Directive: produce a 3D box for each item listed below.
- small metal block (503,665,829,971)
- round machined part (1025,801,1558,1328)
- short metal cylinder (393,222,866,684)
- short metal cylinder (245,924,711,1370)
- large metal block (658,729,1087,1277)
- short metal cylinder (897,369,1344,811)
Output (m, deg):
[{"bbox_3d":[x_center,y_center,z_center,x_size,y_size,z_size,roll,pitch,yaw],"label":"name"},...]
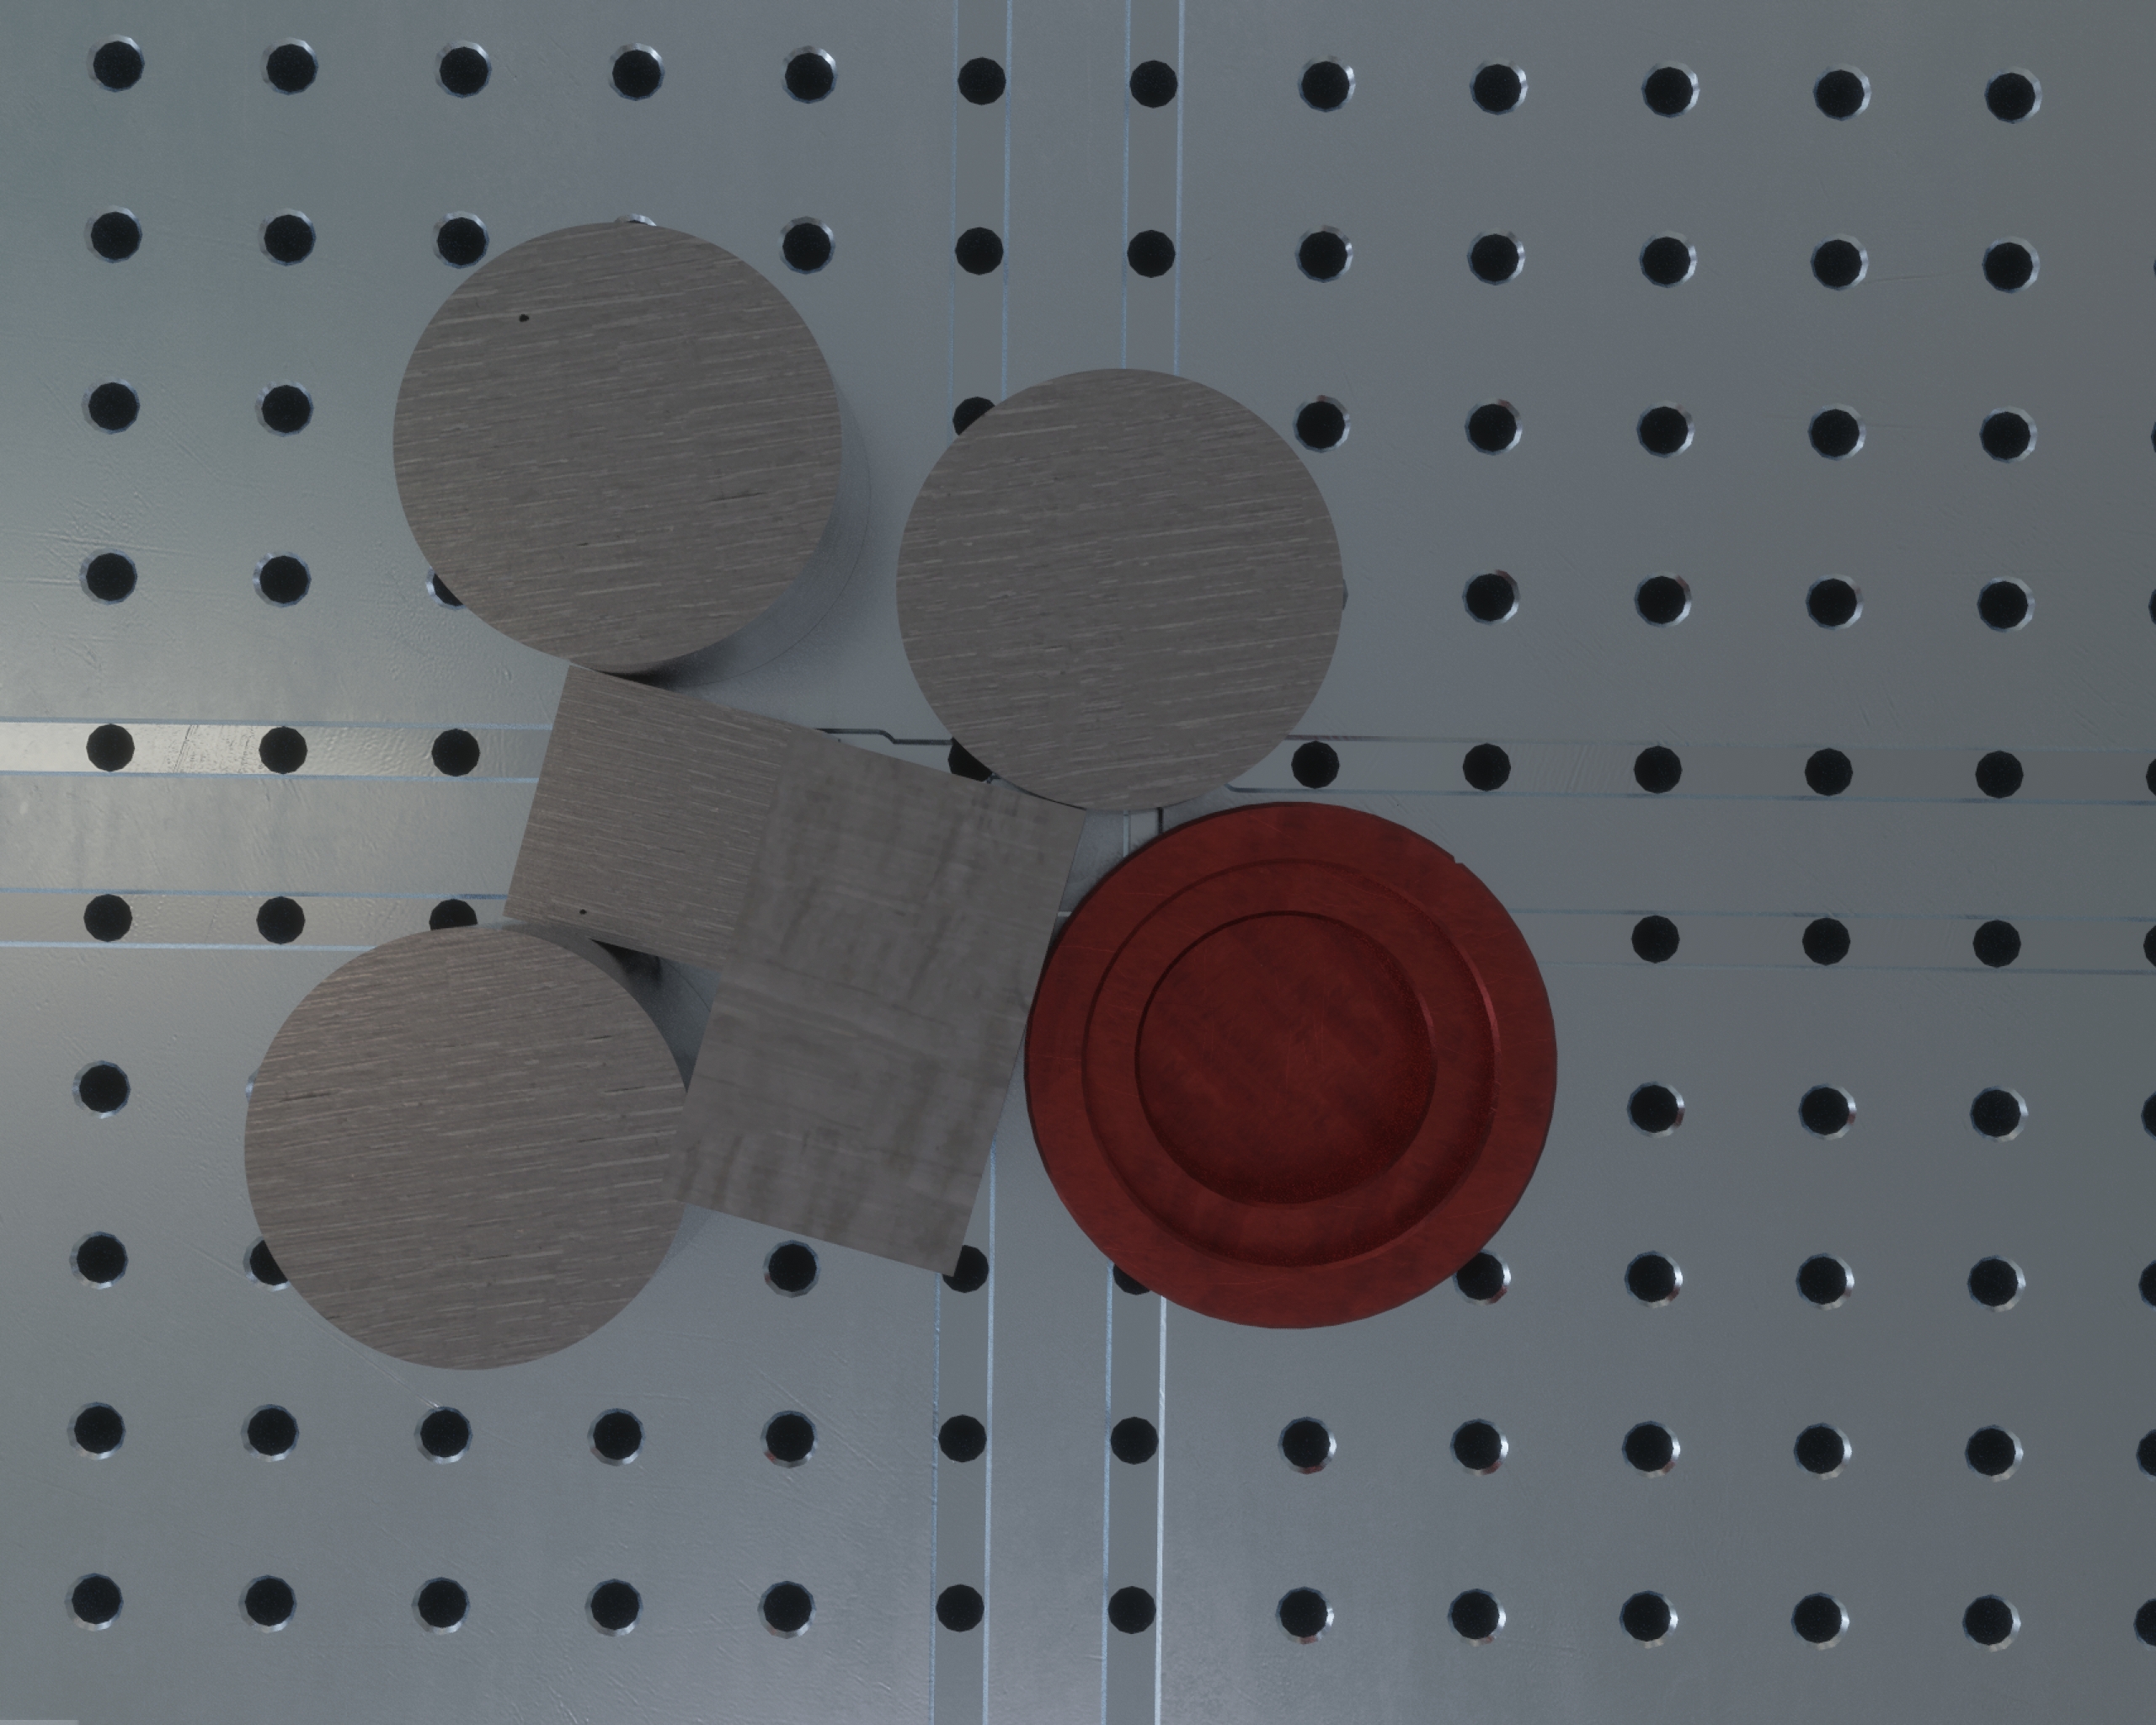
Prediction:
[{"bbox_3d":[-0.079,-0.008,0.412,0.050,0.025,0.050,15,90,0],"label":"small metal block"},{"bbox_3d":[0.039,0.037,0.405,0.099,0.042,0.097,0,90,0],"label":"round machined part"},{"bbox_3d":[-0.083,-0.075,0.400,0.081,0.050,0.080,0,90,0],"label":"short metal cylinder"},{"bbox_3d":[-0.109,0.051,0.400,0.081,0.050,0.080,0,90,0],"label":"short metal cylinder"},{"bbox_3d":[-0.034,0.023,0.382,0.050,0.080,0.080,16,90,0],"label":"large metal block"},{"bbox_3d":[0.008,-0.049,0.400,0.081,0.050,0.080,0,90,0],"label":"short metal cylinder"}]
